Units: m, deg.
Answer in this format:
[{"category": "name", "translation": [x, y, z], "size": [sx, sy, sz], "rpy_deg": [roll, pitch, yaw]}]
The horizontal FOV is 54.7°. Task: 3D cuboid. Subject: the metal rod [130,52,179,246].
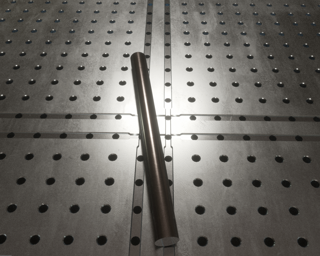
[{"category": "metal rod", "translation": [-0.014, 0.001, 0.406], "size": [0.025, 0.025, 0.300], "rpy_deg": [-6, 50, -6]}]
